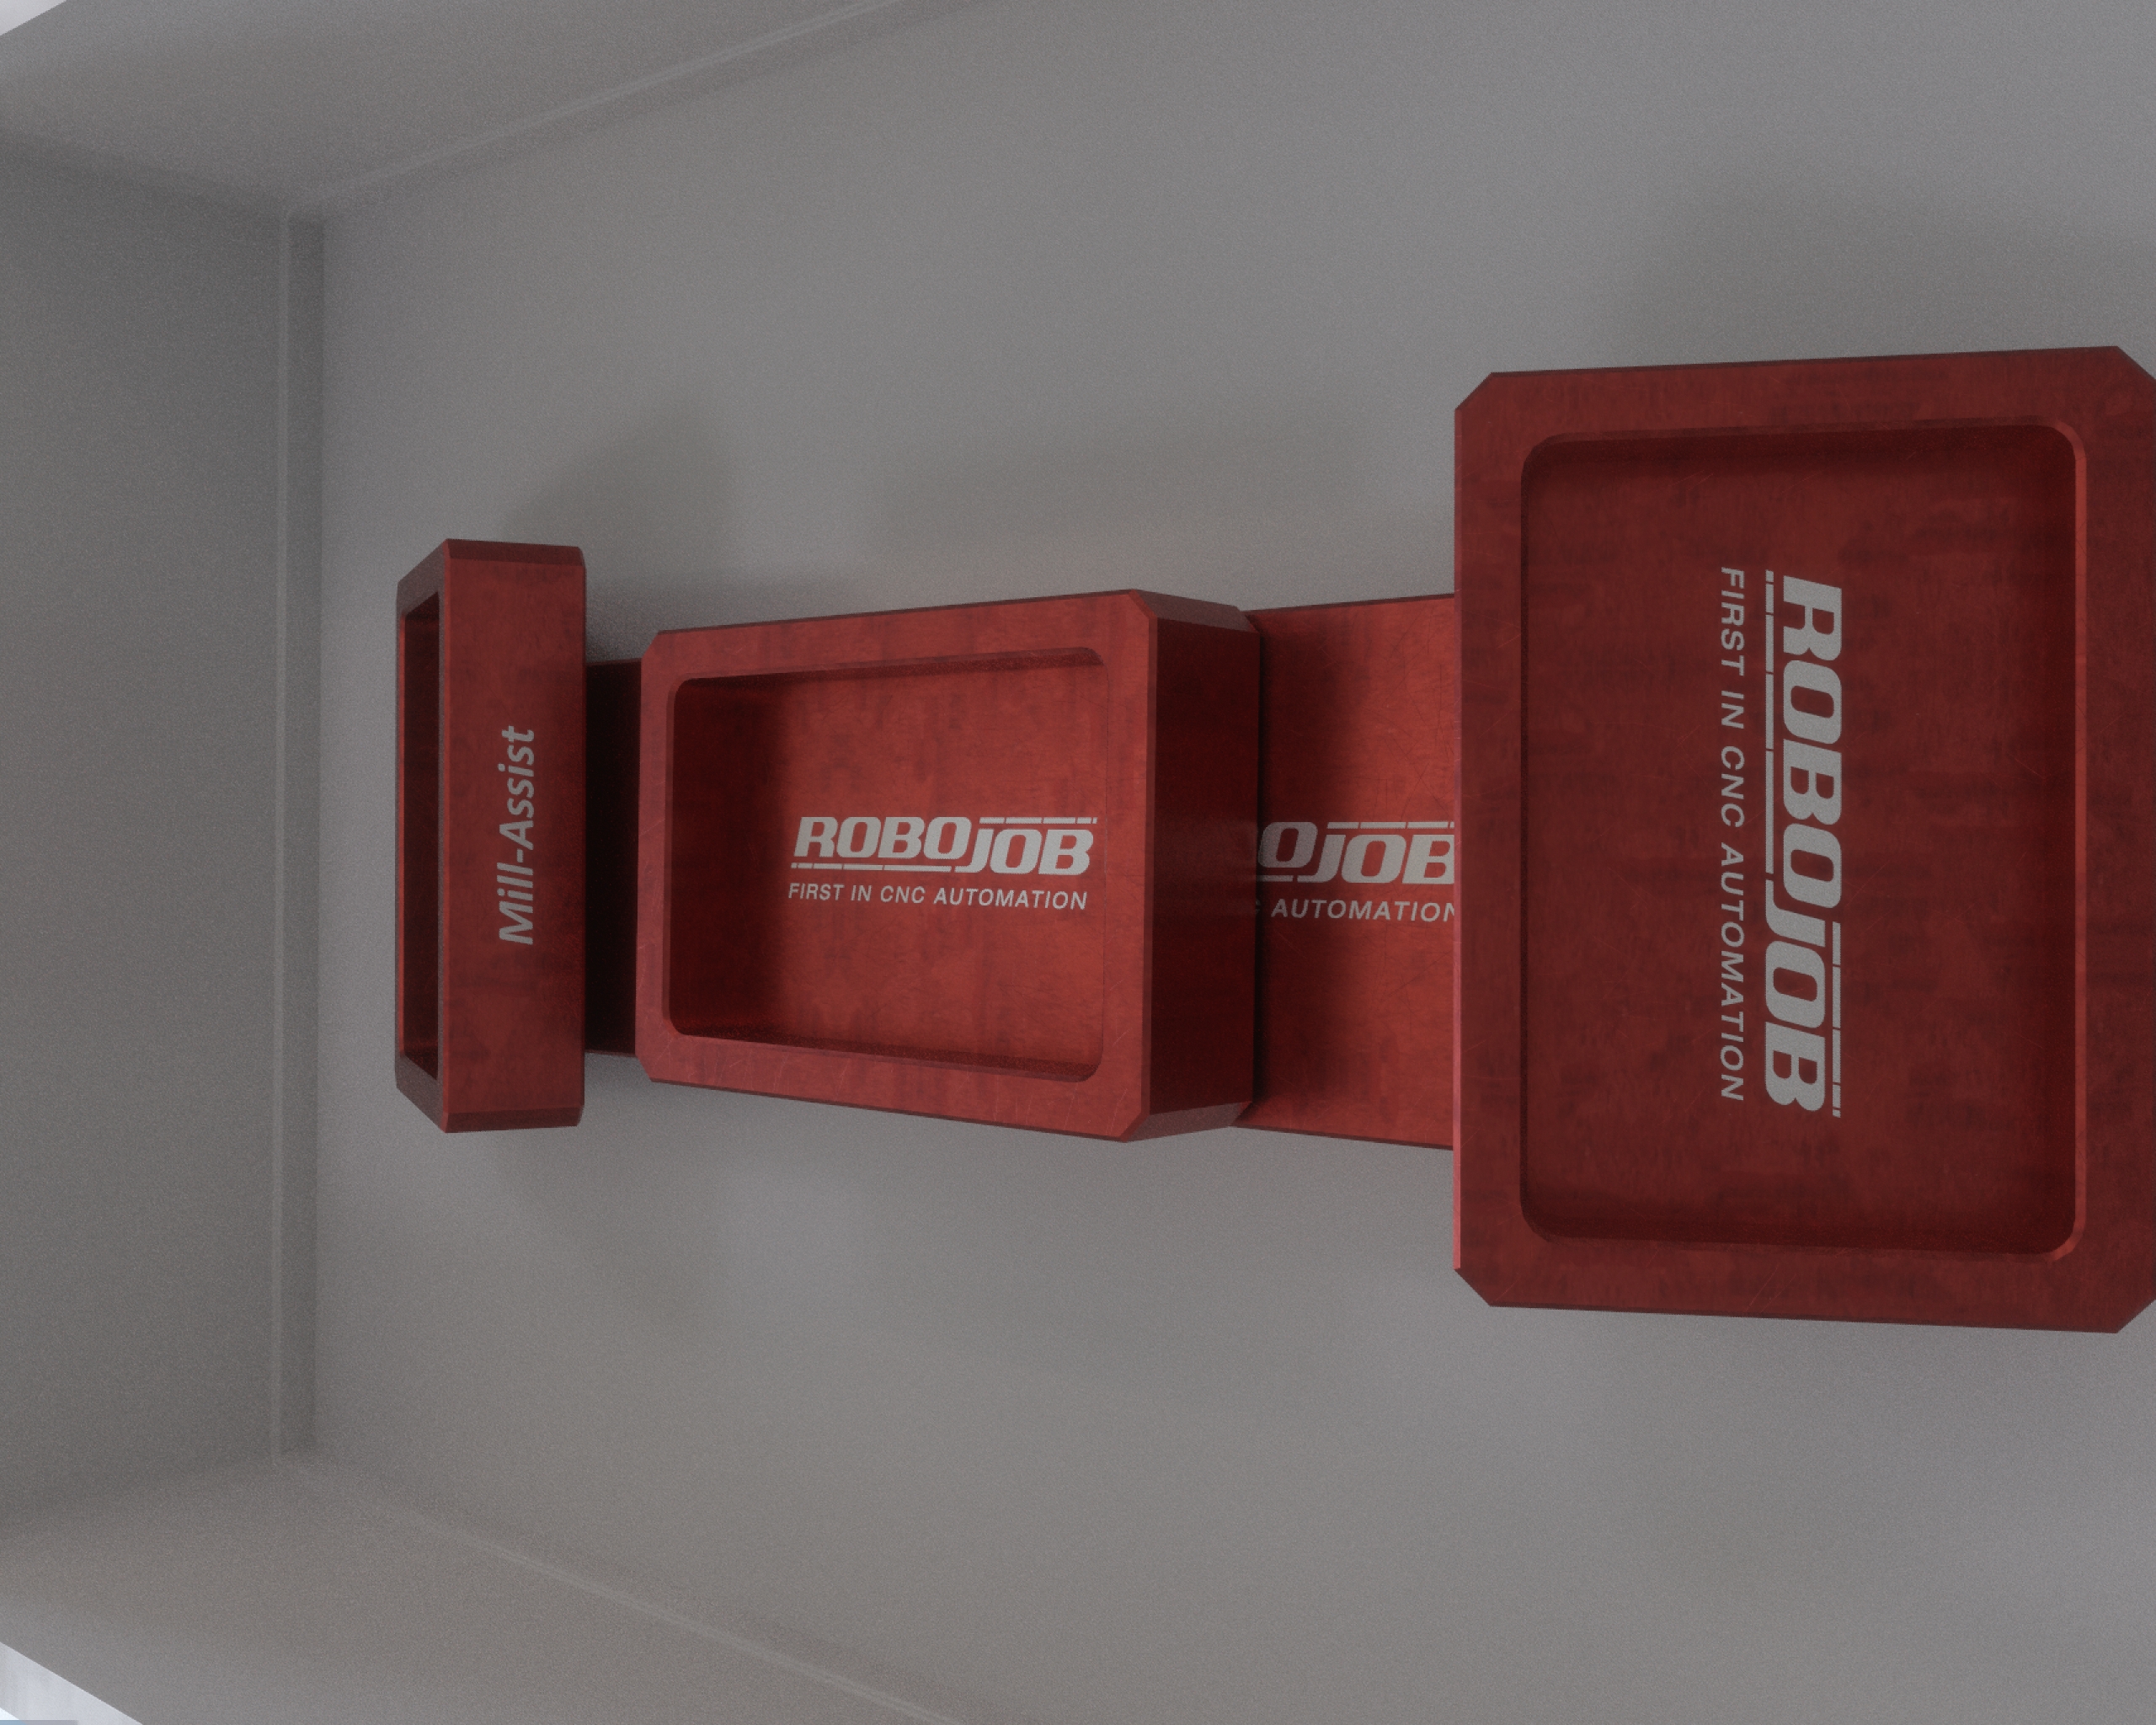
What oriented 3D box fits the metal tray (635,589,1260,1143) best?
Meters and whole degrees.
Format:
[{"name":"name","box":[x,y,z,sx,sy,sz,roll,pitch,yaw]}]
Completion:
[{"name":"metal tray","box":[-0.029,0.000,0.386,0.130,0.030,0.089,1,90,40]}]

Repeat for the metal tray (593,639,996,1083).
[{"name":"metal tray","box":[-0.057,-0.001,0.450,0.130,0.030,0.089,0,90,40]}]

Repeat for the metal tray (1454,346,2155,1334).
[{"name":"metal tray","box":[0.099,-0.003,0.294,0.090,0.030,0.129,0,90,11]}]

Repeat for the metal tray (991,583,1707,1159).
[{"name":"metal tray","box":[0.042,0.001,0.367,0.130,0.030,0.089,0,90,40]}]

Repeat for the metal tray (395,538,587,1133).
[{"name":"metal tray","box":[-0.141,-0.006,0.495,0.090,0.030,0.129,-179,89,-65]}]
